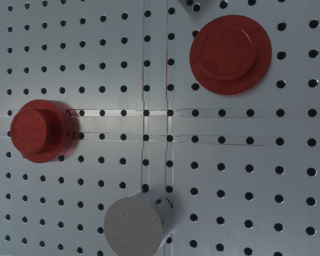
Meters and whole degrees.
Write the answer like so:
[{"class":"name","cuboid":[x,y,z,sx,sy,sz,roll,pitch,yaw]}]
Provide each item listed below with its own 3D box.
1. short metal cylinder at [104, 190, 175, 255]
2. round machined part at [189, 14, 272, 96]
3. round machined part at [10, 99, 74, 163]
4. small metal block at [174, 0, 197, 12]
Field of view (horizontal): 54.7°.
[{"class":"short metal cylinder","cuboid":[-0.026,0.126,0.408,0.080,0.050,0.080,0,90,20]},{"class":"round machined part","cuboid":[0.083,-0.089,0.374,0.098,0.042,0.097,0,90,20]},{"class":"round machined part","cuboid":[-0.185,0.005,0.469,0.098,0.042,0.097,0,90,20]},{"class":"small metal block","cuboid":[0.035,-0.181,0.387,0.025,0.050,0.050,47,104,14]}]
